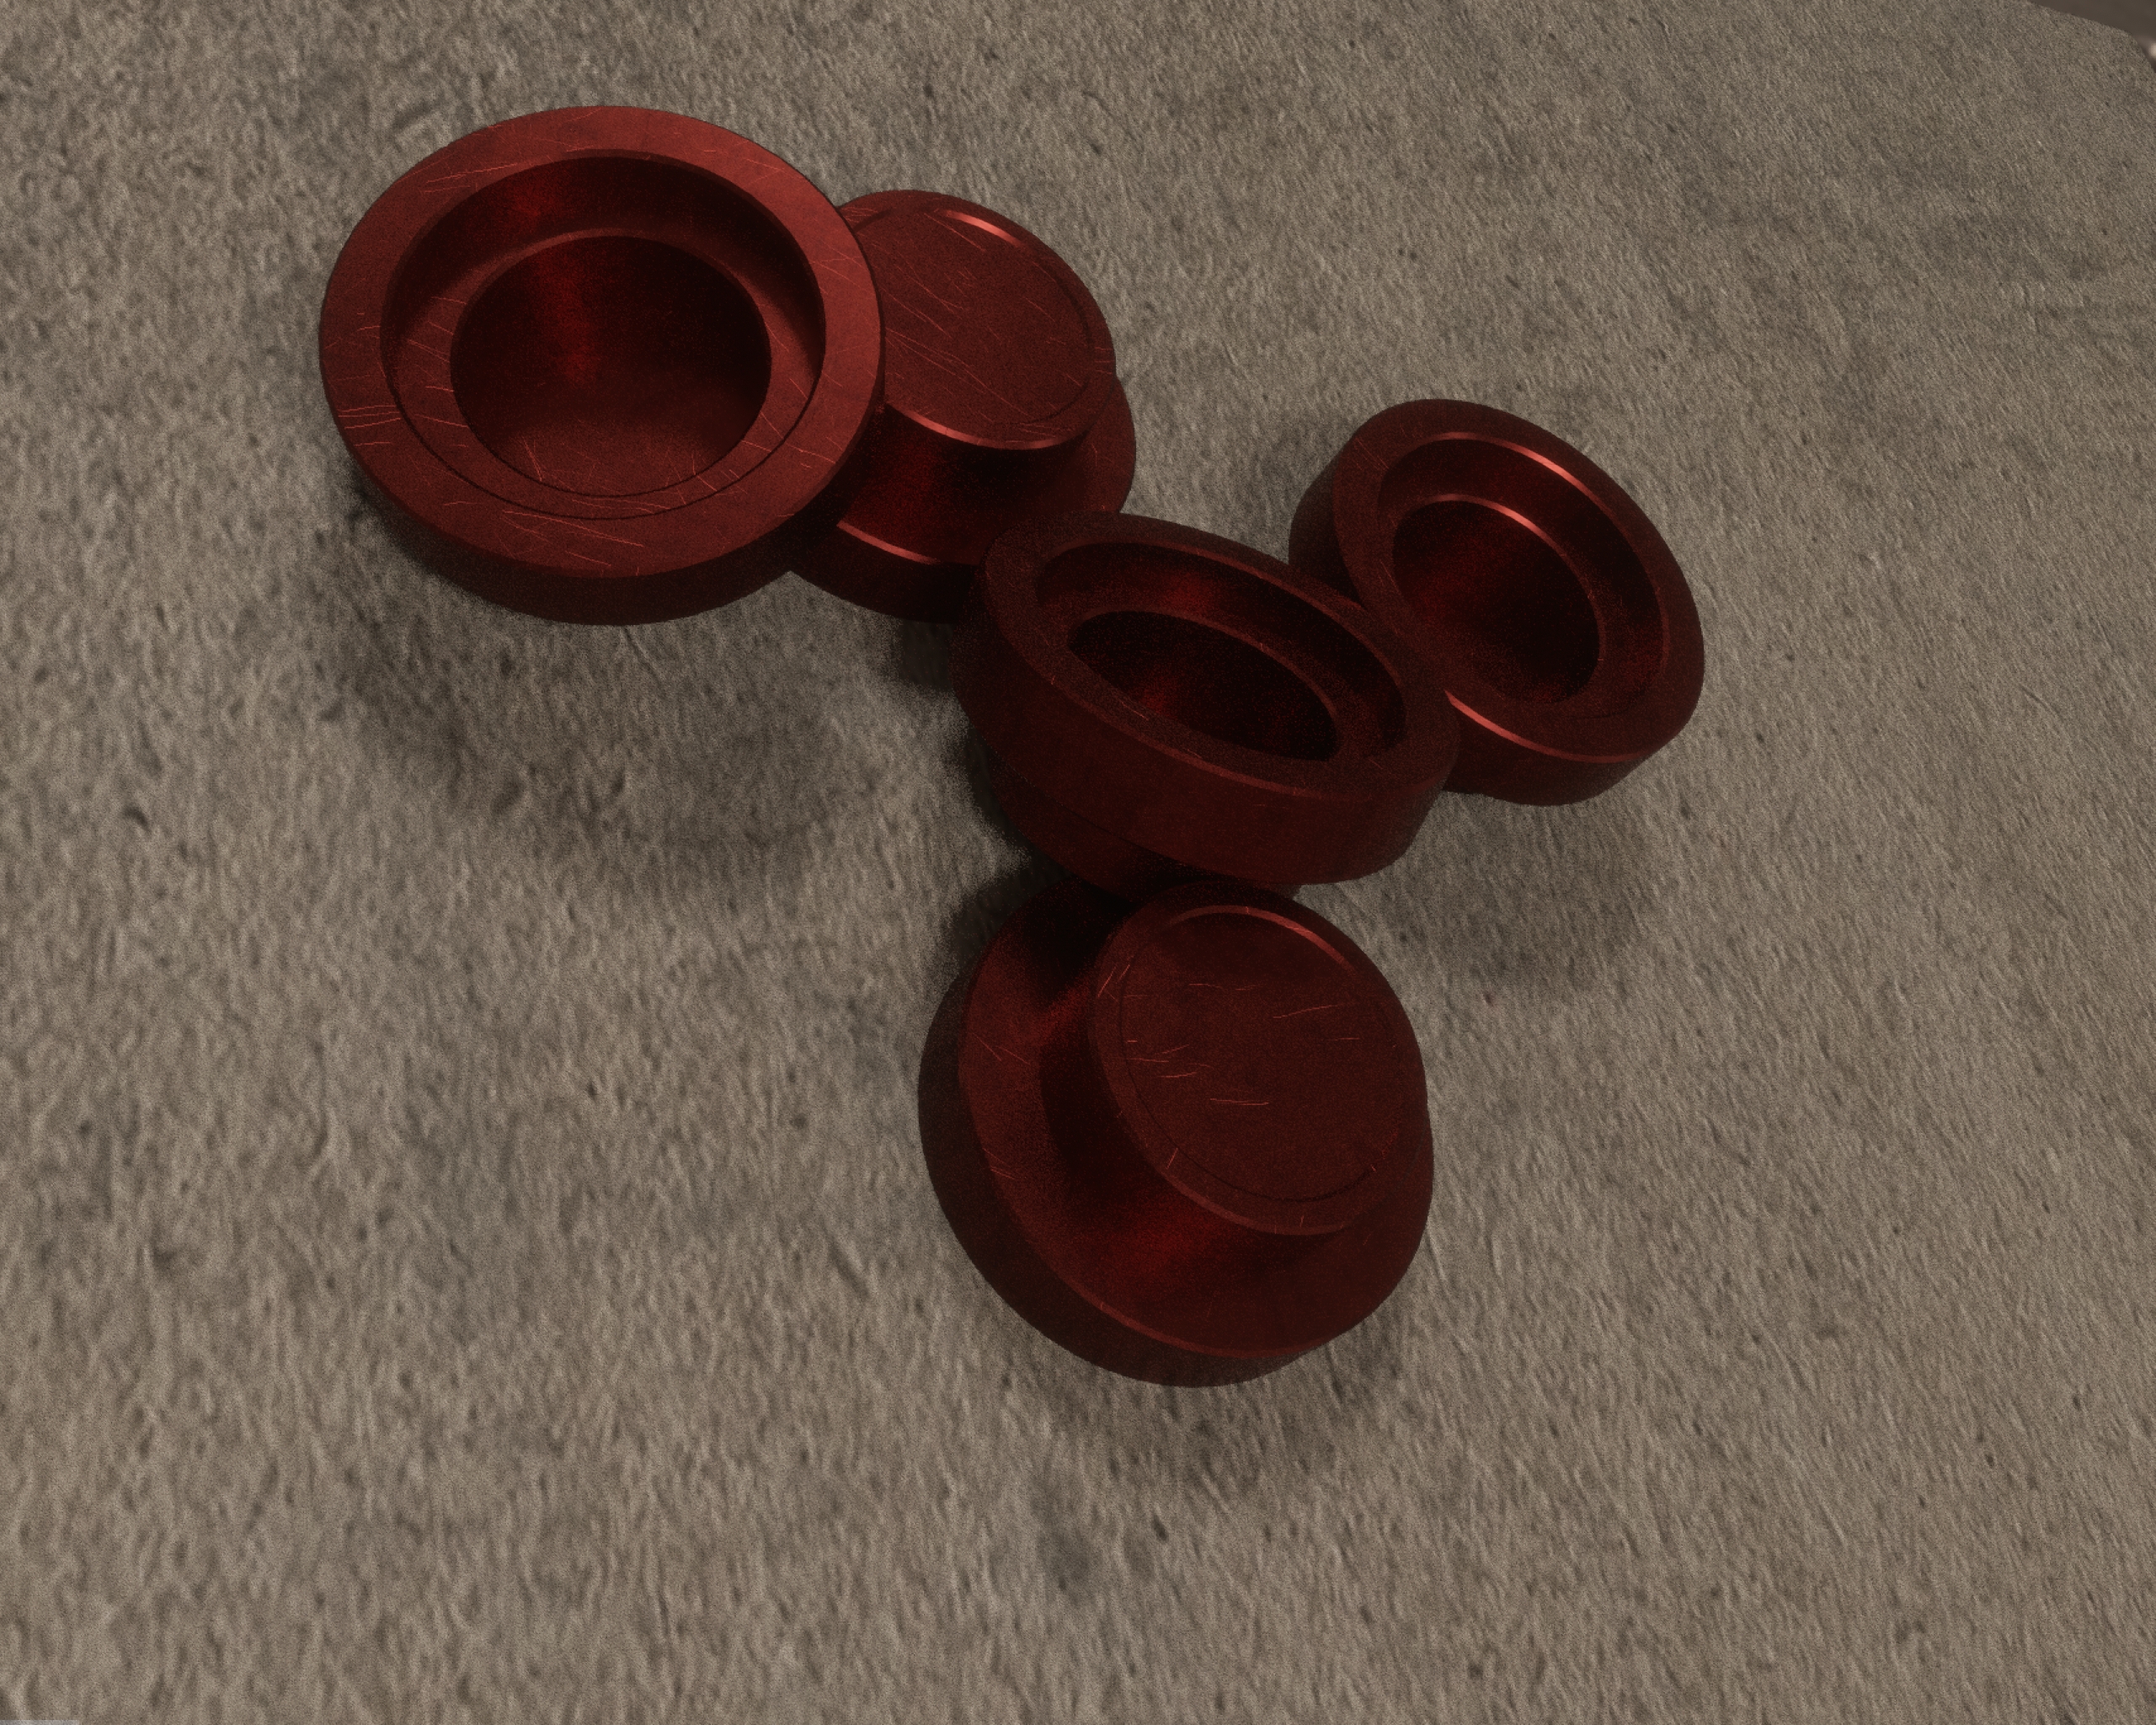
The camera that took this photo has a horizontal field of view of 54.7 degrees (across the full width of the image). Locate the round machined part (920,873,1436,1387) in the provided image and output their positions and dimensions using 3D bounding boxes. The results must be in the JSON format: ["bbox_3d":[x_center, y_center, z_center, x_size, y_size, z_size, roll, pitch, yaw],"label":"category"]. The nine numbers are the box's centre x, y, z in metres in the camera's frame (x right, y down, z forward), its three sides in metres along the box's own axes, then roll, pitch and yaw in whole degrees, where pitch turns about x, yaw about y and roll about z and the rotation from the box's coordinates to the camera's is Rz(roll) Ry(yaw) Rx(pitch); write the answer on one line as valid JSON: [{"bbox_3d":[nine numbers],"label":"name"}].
[{"bbox_3d":[0.024,0.042,0.382,0.099,0.042,0.098,14,56,-21],"label":"round machined part"}]

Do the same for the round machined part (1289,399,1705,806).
[{"bbox_3d":[0.091,-0.055,0.479,0.099,0.042,0.098,14,56,-21],"label":"round machined part"}]

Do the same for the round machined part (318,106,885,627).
[{"bbox_3d":[-0.086,-0.088,0.389,0.099,0.042,0.098,2,70,-6],"label":"round machined part"}]

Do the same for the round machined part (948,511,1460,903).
[{"bbox_3d":[0.021,-0.026,0.409,0.099,0.042,0.098,16,33,-11],"label":"round machined part"}]

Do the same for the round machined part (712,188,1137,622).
[{"bbox_3d":[-0.031,-0.102,0.441,0.099,0.042,0.098,14,56,-21],"label":"round machined part"}]
